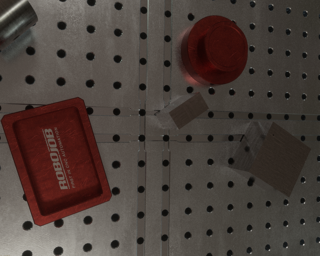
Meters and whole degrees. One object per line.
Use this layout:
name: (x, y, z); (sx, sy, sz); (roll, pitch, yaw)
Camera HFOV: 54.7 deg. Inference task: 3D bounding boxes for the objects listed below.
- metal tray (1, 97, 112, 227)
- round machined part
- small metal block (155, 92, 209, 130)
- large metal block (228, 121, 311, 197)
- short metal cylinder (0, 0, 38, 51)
metal tray: (-0.119, 0.037, 0.366); (0.091, 0.030, 0.129); (-17, 96, -20)
round machined part: (0.083, -0.110, 0.436); (0.099, 0.042, 0.097); (0, 90, -21)
small metal block: (0.028, -0.022, 0.411); (0.050, 0.050, 0.025); (-34, 102, -17)
large metal block: (0.163, 0.045, 0.462); (0.080, 0.050, 0.080); (32, 80, -18)
short metal cylinder: (-0.175, -0.127, 0.318); (0.080, 0.080, 0.050); (46, 76, -15)
